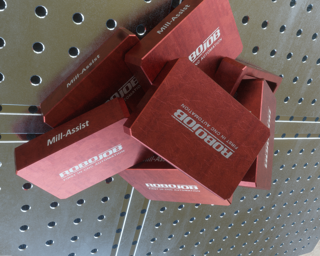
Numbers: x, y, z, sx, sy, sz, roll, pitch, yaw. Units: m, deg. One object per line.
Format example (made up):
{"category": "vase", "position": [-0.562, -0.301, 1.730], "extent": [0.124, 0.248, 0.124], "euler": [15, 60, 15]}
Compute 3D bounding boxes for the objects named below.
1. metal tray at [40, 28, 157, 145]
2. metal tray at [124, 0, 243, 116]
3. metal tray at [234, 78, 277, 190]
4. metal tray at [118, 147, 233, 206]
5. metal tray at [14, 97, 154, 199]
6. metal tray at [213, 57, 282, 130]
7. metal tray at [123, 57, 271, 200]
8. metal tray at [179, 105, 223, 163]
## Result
{"category": "metal tray", "position": [-0.056, -0.035, 0.354], "extent": [0.130, 0.030, 0.090], "euler": [-44, 129, 1]}
{"category": "metal tray", "position": [0.033, -0.084, 0.349], "extent": [0.130, 0.030, 0.090], "euler": [-47, 133, -14]}
{"category": "metal tray", "position": [0.123, 0.012, 0.400], "extent": [0.090, 0.030, 0.130], "euler": [24, 71, -58]}
{"category": "metal tray", "position": [0.019, 0.063, 0.400], "extent": [0.090, 0.130, 0.030], "euler": [51, 47, -40]}
{"category": "metal tray", "position": [-0.080, 0.027, 0.351], "extent": [0.130, 0.030, 0.090], "euler": [-26, 145, 2]}
{"category": "metal tray", "position": [0.108, -0.038, 0.414], "extent": [0.131, 0.030, 0.089], "euler": [-1, 121, -51]}
{"category": "metal tray", "position": [0.041, 0.003, 0.317], "extent": [0.130, 0.030, 0.090], "euler": [36, 84, -19]}
{"category": "metal tray", "position": [0.063, 0.013, 0.412], "extent": [0.030, 0.090, 0.130], "euler": [-39, 129, -1]}
